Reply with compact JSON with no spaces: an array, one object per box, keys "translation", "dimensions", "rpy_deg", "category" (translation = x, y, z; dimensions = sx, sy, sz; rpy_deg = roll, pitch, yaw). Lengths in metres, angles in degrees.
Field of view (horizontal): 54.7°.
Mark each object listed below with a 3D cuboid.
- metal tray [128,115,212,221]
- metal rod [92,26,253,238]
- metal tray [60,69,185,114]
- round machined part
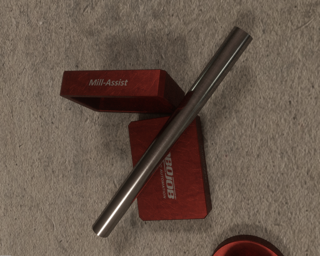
[{"translation":[0.013,0.050,0.401],"dimensions":[0.090,0.030,0.129],"rpy_deg":[-8,87,19],"category":"metal tray"},{"translation":[0.008,0.014,0.373],"dimensions":[0.025,0.025,0.299],"rpy_deg":[39,102,15],"category":"metal rod"},{"translation":[-0.043,-0.043,0.386],"dimensions":[0.130,0.090,0.030],"rpy_deg":[3,80,19],"category":"metal tray"},{"translation":[0.104,0.181,0.363],"dimensions":[0.098,0.042,0.097],"rpy_deg":[0,90,19],"category":"round machined part"}]
